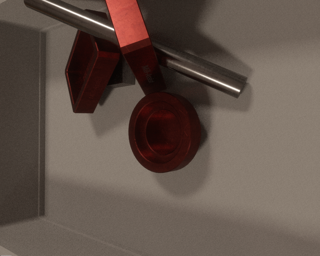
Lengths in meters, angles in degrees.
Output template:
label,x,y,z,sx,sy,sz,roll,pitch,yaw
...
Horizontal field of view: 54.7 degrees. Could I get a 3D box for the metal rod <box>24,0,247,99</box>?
label,x,y,z,sx,sy,sz,roll,pitch,yaw
metal rod,-0.041,-0.108,0.373,0.301,0.025,0.025,26,108,15

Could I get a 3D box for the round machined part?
label,x,y,z,sx,sy,sz,roll,pitch,yaw
round machined part,0.010,0.005,0.386,0.098,0.042,0.097,0,90,39

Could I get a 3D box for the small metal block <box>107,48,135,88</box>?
label,x,y,z,sx,sy,sz,roll,pitch,yaw
small metal block,-0.064,-0.087,0.457,0.050,0.025,0.050,-2,89,39

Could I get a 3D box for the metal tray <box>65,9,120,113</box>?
label,x,y,z,sx,sy,sz,roll,pitch,yaw
metal tray,-0.104,-0.093,0.454,0.129,0.030,0.090,-52,49,45

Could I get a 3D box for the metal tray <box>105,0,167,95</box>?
label,x,y,z,sx,sy,sz,roll,pitch,yaw
metal tray,-0.026,-0.101,0.361,0.030,0.130,0.090,-19,75,3
